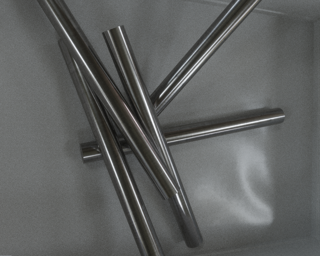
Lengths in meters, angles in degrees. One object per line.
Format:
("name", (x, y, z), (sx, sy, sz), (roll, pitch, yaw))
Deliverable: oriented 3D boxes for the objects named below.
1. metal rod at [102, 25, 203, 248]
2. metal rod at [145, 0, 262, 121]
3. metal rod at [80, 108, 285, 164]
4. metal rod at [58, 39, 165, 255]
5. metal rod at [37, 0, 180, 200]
("metal rod", (-0.002, 0.025, 0.384), (0.025, 0.025, 0.298), (-27, 109, -18))
("metal rod", (0.067, -0.109, 0.360), (0.025, 0.025, 0.299), (37, 107, -17))
("metal rod", (0.045, 0.006, 0.428), (0.303, 0.025, 0.025), (-10, 94, -20))
("metal rod", (-0.054, 0.033, 0.361), (0.025, 0.025, 0.299), (-21, 86, -19))
("metal rod", (-0.065, -0.049, 0.351), (0.025, 0.025, 0.299), (-33, 96, -17))
